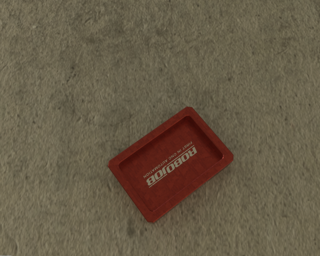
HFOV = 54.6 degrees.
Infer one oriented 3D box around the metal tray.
[{"bbox_3d":[0.014,0.044,0.389,0.130,0.030,0.090,-35,74,-12],"label":"metal tray"}]
